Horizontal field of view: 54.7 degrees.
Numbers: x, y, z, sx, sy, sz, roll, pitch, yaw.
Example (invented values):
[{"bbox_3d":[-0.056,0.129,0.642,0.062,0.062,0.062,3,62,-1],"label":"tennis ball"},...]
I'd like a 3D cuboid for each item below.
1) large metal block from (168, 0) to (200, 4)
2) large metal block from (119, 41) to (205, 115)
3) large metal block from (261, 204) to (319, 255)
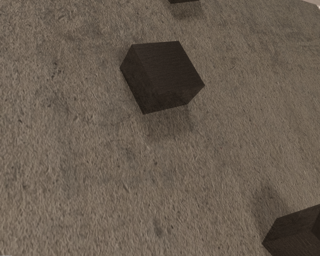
[{"bbox_3d":[0.039,-0.287,0.586,0.081,0.050,0.080,-24,75,-37],"label":"large metal block"},{"bbox_3d":[0.002,-0.072,0.435,0.081,0.050,0.080,-15,70,-35],"label":"large metal block"},{"bbox_3d":[0.191,0.149,0.383,0.080,0.080,0.050,48,51,5],"label":"large metal block"}]
